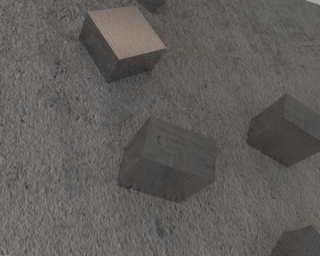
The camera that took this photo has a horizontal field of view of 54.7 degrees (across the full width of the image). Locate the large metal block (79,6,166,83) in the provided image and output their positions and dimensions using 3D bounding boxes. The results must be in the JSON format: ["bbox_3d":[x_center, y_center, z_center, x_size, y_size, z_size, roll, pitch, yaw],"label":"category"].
[{"bbox_3d":[-0.053,-0.118,0.431,0.081,0.050,0.080,-24,75,-37],"label":"large metal block"}]

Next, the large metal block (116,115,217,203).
[{"bbox_3d":[0.006,0.039,0.348,0.080,0.080,0.050,21,54,-16],"label":"large metal block"}]

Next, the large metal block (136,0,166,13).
[{"bbox_3d":[-0.017,-0.256,0.515,0.080,0.080,0.050,39,51,-2],"label":"large metal block"}]

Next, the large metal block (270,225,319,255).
[{"bbox_3d":[0.178,0.180,0.373,0.080,0.050,0.081,49,51,6],"label":"large metal block"}]

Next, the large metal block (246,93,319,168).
[{"bbox_3d":[0.192,0.006,0.467,0.080,0.080,0.050,30,52,-9],"label":"large metal block"}]
